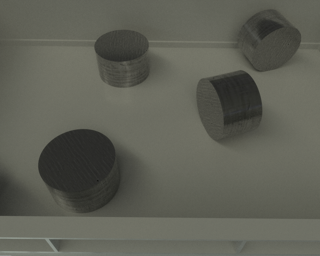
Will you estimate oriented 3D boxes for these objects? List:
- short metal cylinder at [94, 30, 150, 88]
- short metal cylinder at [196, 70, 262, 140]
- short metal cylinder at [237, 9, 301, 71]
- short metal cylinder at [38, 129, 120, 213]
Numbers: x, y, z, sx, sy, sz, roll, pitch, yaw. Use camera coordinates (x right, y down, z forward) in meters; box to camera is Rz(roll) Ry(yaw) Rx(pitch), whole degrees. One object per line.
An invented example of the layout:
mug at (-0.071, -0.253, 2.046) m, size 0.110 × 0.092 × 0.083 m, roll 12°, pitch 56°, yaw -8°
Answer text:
short metal cylinder at (-0.057, -0.108, 0.479) m, size 0.081 × 0.050 × 0.080 m, roll 0°, pitch 50°, yaw 0°
short metal cylinder at (0.086, -0.029, 0.395) m, size 0.050 × 0.080 × 0.080 m, roll -14°, pitch 52°, yaw -12°
short metal cylinder at (0.170, -0.137, 0.487) m, size 0.081 × 0.080 × 0.050 m, roll -13°, pitch 52°, yaw -11°
short metal cylinder at (-0.088, 0.048, 0.348) m, size 0.081 × 0.050 × 0.080 m, roll 0°, pitch 50°, yaw 0°
